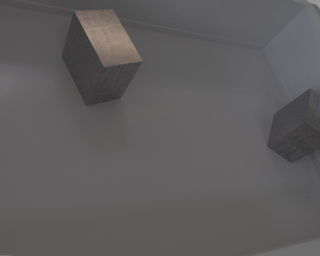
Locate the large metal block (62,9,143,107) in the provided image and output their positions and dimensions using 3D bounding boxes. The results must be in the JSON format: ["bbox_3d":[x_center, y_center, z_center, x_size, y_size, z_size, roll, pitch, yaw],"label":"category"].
[{"bbox_3d":[-0.075,-0.086,0.382,0.050,0.080,0.080,-18,72,-35],"label":"large metal block"}]

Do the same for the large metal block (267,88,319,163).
[{"bbox_3d":[0.224,-0.003,0.492,0.050,0.080,0.080,34,51,-6],"label":"large metal block"}]
